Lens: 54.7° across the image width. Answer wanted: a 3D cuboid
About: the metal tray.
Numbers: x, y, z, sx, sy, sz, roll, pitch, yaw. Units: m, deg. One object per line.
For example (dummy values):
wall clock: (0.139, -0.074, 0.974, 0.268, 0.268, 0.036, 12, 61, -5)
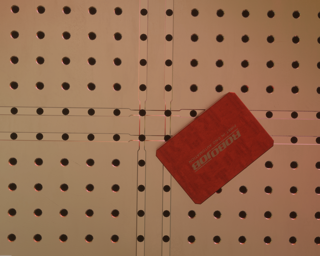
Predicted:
metal tray: (0.071, 0.026, 0.412, 0.130, 0.030, 0.090, -39, 91, -1)
